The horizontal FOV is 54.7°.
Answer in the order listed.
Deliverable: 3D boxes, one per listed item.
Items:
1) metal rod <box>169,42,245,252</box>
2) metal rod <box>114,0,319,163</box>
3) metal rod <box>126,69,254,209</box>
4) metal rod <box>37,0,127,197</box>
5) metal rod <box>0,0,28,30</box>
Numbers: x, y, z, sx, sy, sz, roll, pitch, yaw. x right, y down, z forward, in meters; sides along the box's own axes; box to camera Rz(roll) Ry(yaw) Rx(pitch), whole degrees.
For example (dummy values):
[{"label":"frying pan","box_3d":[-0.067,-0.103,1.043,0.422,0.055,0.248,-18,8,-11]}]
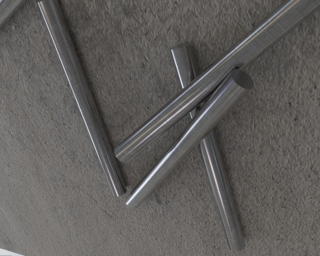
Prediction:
[{"label":"metal rod","box_3d":[0.067,0.040,0.396,0.025,0.025,0.298,-5,116,30]},{"label":"metal rod","box_3d":[0.051,-0.048,0.322,0.025,0.025,0.299,48,120,-5]},{"label":"metal rod","box_3d":[0.016,0.037,0.396,0.025,0.025,0.298,38,137,2]},{"label":"metal rod","box_3d":[-0.103,-0.027,0.444,0.025,0.025,0.298,-1,118,29]},{"label":"metal rod","box_3d":[-0.193,-0.167,0.405,0.299,0.025,0.025,-22,107,36]}]
